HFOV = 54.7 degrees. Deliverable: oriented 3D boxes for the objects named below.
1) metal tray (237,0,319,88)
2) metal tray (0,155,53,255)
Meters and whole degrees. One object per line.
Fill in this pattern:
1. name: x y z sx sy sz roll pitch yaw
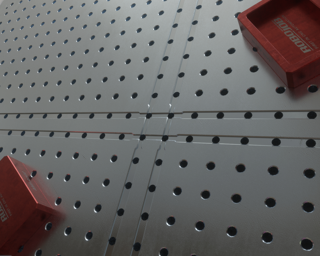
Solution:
1. metal tray: 0.168 -0.121 0.390 0.090 0.030 0.130 -29 52 9
2. metal tray: -0.223 0.111 0.451 0.090 0.030 0.130 -48 52 -6
